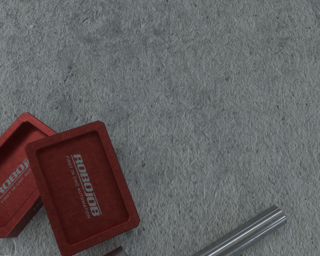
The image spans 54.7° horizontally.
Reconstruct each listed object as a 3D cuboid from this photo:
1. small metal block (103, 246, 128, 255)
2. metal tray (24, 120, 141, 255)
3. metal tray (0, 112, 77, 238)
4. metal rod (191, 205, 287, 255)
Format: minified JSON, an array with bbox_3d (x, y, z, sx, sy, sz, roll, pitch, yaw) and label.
[{"bbox_3d":[-0.053,0.166,0.335,0.050,0.025,0.050,-26,43,-10],"label":"small metal block"},{"bbox_3d":[-0.088,0.066,0.357,0.091,0.030,0.129,-20,85,-16],"label":"metal tray"},{"bbox_3d":[-0.173,0.056,0.382,0.090,0.030,0.130,34,73,11],"label":"metal tray"},{"bbox_3d":[0.012,0.172,0.345,0.302,0.025,0.025,-28,73,-10],"label":"metal rod"}]
